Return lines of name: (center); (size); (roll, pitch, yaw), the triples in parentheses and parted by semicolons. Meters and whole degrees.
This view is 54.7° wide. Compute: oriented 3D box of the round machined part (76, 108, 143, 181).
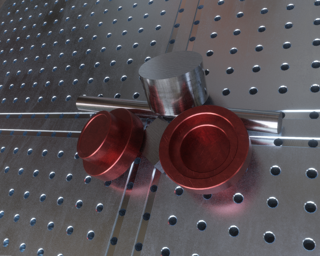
round machined part: (-0.071, 0.016, 0.403); (0.098, 0.042, 0.098); (-28, 45, 33)

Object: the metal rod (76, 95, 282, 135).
metal rod: (0.003, -0.022, 0.415); (0.300, 0.025, 0.025); (8, 66, 31)

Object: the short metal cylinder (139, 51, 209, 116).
short metal cylinder: (0.018, -0.059, 0.395); (0.080, 0.050, 0.080); (-11, 34, 7)

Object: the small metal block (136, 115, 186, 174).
small metal block: (0.001, 0.020, 0.390); (0.050, 0.025, 0.050); (-45, 51, -3)

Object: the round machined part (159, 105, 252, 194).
round machined part: (0.052, 0.026, 0.346); (0.098, 0.042, 0.098); (-11, 60, 19)
